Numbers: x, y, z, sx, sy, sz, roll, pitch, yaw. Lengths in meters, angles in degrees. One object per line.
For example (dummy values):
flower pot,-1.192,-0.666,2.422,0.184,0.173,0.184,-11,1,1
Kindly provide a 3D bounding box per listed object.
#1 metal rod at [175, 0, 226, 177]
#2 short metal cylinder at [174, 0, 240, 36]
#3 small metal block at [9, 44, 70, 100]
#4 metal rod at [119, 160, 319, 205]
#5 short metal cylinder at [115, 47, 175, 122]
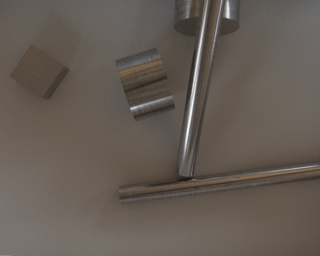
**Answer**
metal rod,0.048,-0.074,0.347,0.025,0.025,0.298,6,117,-1
short metal cylinder,0.058,-0.150,0.385,0.081,0.080,0.050,2,90,-1
small metal block,-0.158,-0.073,0.409,0.050,0.025,0.050,34,90,-1
metal rod,0.098,0.071,0.412,0.302,0.025,0.025,-7,90,-1
short metal cylinder,-0.018,-0.053,0.384,0.050,0.080,0.080,-18,90,0
